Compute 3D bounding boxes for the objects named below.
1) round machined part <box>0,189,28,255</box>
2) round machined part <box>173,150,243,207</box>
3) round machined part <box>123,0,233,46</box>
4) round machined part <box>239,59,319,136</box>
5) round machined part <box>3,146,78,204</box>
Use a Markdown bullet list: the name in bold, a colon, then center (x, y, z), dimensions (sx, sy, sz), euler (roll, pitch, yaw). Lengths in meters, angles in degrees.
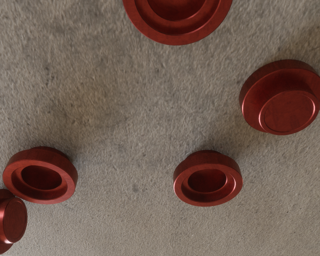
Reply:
- **round machined part**: center (-0.241, 0.143, 0.478), dimensions (0.042, 0.098, 0.097), euler (-6, 130, 5)
- **round machined part**: center (0.069, 0.070, 0.457), dimensions (0.099, 0.042, 0.097), euler (-1, 130, 0)
- **round machined part**: center (0.015, -0.130, 0.285), dimensions (0.099, 0.042, 0.097), euler (-1, 130, 0)
- **round machined part**: center (0.149, -0.029, 0.374), dimensions (0.099, 0.042, 0.097), euler (-1, 130, 0)
- **round machined part**: center (-0.168, 0.064, 0.448), dimensions (0.099, 0.042, 0.097), euler (-1, 130, 0)
